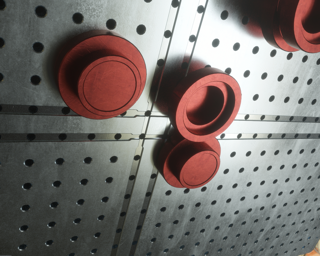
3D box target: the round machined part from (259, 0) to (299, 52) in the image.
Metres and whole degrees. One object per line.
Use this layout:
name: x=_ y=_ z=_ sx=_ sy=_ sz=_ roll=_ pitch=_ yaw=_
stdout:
round machined part: x=0.168 y=-0.151 z=0.398 sx=0.099 sy=0.042 sz=0.097 roll=-14 pitch=124 yaw=-21

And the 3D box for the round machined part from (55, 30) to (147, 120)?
round machined part: x=-0.059 y=-0.052 z=0.335 sx=0.099 sy=0.042 sz=0.097 roll=-14 pitch=124 yaw=-21

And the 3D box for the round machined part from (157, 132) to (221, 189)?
round machined part: x=0.049 y=0.050 z=0.457 sx=0.099 sy=0.042 sz=0.097 roll=-14 pitch=124 yaw=-21

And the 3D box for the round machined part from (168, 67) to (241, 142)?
round machined part: x=0.054 y=-0.034 z=0.408 sx=0.099 sy=0.042 sz=0.097 roll=-14 pitch=124 yaw=-21

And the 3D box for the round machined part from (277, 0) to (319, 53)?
round machined part: x=0.175 y=-0.139 z=0.354 sx=0.099 sy=0.042 sz=0.097 roll=-14 pitch=124 yaw=-21
